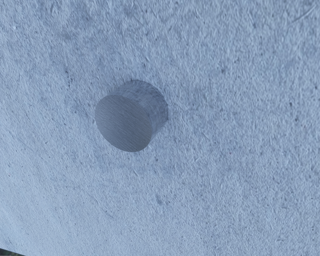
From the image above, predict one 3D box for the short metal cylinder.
[{"bbox_3d":[-0.036,-0.016,0.400,0.080,0.050,0.080,13,124,21],"label":"short metal cylinder"}]
